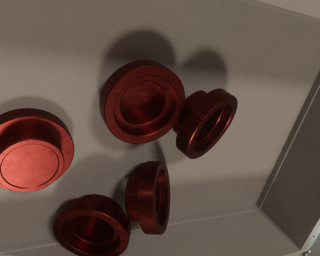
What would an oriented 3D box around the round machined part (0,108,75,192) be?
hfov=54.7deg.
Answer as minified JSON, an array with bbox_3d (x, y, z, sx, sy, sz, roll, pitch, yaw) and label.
[{"bbox_3d":[-0.144,0.031,0.339,0.099,0.042,0.097,-14,125,-21],"label":"round machined part"}]

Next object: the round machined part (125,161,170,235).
[{"bbox_3d":[-0.017,0.094,0.425,0.042,0.098,0.097,-2,127,14],"label":"round machined part"}]

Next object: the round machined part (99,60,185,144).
[{"bbox_3d":[-0.024,-0.033,0.365,0.099,0.042,0.097,-13,124,-21],"label":"round machined part"}]

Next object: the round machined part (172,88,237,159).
[{"bbox_3d":[0.054,-0.010,0.407,0.099,0.042,0.097,-37,150,-26],"label":"round machined part"}]

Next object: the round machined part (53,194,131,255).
[{"bbox_3d":[-0.086,0.127,0.412,0.099,0.042,0.097,3,122,6],"label":"round machined part"}]
